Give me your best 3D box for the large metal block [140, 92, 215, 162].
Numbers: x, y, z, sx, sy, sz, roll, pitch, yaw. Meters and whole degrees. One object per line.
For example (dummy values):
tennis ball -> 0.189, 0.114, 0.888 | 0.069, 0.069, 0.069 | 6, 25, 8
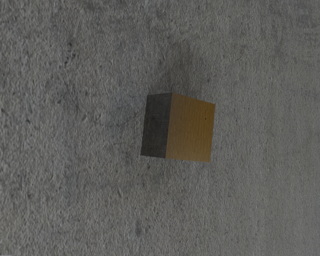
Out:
large metal block -> 0.025, 0.002, 0.413 | 0.081, 0.050, 0.080 | 10, 84, -40
